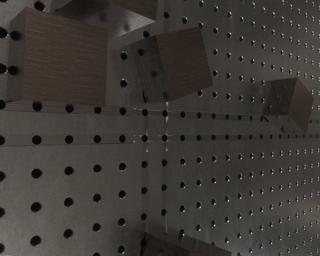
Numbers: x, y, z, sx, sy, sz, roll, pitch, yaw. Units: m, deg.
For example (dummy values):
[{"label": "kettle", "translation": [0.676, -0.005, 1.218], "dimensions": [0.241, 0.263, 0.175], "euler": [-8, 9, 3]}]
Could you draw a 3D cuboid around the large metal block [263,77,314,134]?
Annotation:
[{"label": "large metal block", "translation": [0.255, -0.042, 0.611], "dimensions": [0.080, 0.050, 0.080], "euler": [33, 70, -36]}]

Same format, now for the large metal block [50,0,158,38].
[{"label": "large metal block", "translation": [-0.059, -0.139, 0.325], "dimensions": [0.081, 0.080, 0.050], "euler": [7, 85, -40]}]

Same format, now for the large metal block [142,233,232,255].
[{"label": "large metal block", "translation": [0.033, 0.175, 0.403], "dimensions": [0.080, 0.080, 0.050], "euler": [20, 77, -39]}]

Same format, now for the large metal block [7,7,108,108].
[{"label": "large metal block", "translation": [-0.101, -0.063, 0.309], "dimensions": [0.081, 0.050, 0.079], "euler": [3, 89, -40]}]

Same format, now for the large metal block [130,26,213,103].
[{"label": "large metal block", "translation": [0.018, -0.083, 0.410], "dimensions": [0.081, 0.050, 0.080], "euler": [-24, 106, -38]}]
